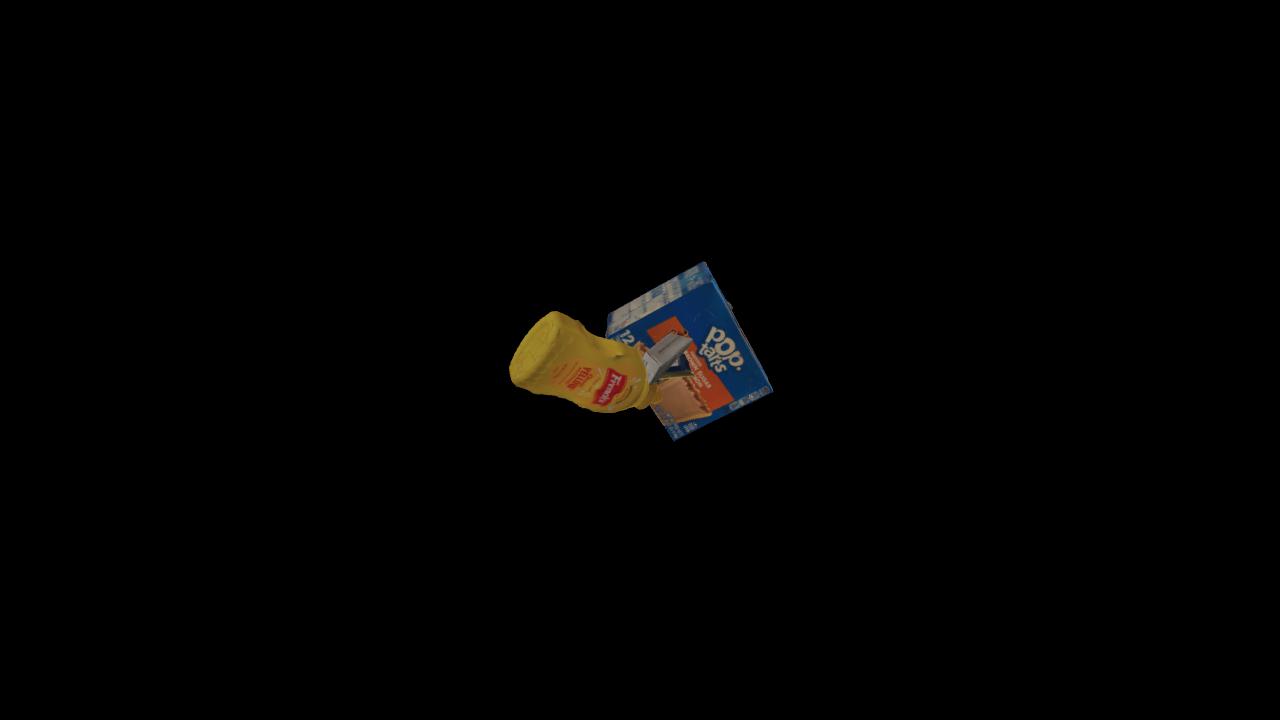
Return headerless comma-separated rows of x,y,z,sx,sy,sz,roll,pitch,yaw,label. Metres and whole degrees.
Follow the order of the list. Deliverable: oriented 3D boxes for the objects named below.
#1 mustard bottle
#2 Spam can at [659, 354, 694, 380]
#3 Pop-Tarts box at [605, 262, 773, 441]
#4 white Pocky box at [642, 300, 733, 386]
-0.043,0.015,0.677,0.184,0.092,0.054,24,22,-38,mustard bottle
0.036,-0.014,0.758,0.058,0.085,0.101,-6,-9,8,Spam can
0.060,-0.009,0.755,0.141,0.167,0.083,-28,25,11,Pop-Tarts box
0.049,-0.015,0.745,0.154,0.028,0.084,-38,-15,-39,white Pocky box
